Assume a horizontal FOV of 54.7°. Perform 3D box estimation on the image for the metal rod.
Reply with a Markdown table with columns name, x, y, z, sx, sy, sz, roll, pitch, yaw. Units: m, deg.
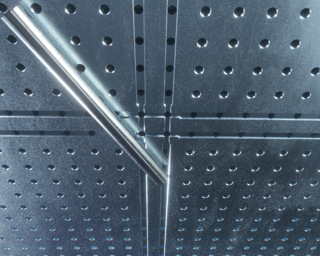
| name | x | y | z | sx | sy | sz | roll | pitch | yaw |
| --- | --- | --- | --- | --- | --- | --- | --- | --- | --- |
| metal rod | -0.074 | -0.020 | 0.393 | 0.025 | 0.025 | 0.300 | -24 | 127 | 19 |
